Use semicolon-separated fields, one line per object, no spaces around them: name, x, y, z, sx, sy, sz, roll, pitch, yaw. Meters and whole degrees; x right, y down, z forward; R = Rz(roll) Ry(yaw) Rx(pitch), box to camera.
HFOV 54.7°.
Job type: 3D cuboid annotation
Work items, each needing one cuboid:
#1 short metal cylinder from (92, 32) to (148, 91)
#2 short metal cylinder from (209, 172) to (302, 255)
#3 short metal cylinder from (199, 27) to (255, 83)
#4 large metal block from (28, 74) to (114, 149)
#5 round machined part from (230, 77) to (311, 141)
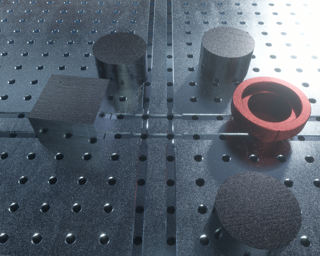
short metal cylinder;-0.060;-0.103;0.478;0.081;0.050;0.080;0;50;0
short metal cylinder;0.094;0.092;0.315;0.081;0.050;0.080;0;50;0
short metal cylinder;0.104;-0.116;0.489;0.081;0.050;0.080;0;50;0
large metal block;-0.112;-0.023;0.410;0.080;0.050;0.080;6;50;5
round machined part;0.144;-0.021;0.415;0.099;0.042;0.098;0;50;0
